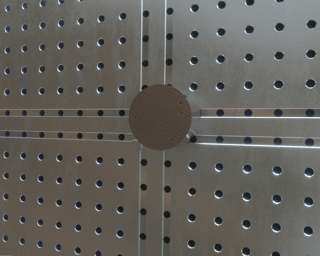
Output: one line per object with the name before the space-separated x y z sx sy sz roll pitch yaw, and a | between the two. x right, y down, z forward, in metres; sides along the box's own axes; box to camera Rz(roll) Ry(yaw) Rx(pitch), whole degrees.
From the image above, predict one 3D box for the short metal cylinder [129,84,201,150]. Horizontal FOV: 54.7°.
short metal cylinder | 0.007 -0.013 0.396 0.080 0.050 0.079 0 90 19
